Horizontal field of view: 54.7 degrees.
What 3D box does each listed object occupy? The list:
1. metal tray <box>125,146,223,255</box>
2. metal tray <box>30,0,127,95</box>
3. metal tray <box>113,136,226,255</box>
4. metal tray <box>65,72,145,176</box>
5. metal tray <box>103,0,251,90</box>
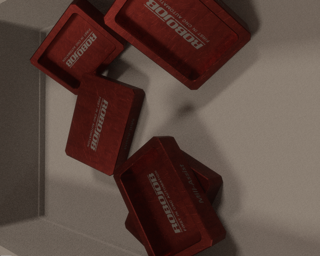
[{"bbox_3d":[0.012,0.096,0.392,0.090,0.030,0.129,33,110,35],"label":"metal tray"},{"bbox_3d":[-0.122,-0.117,0.463,0.130,0.090,0.030,-36,28,34],"label":"metal tray"},{"bbox_3d":[0.005,0.085,0.357,0.090,0.030,0.130,-42,65,31],"label":"metal tray"},{"bbox_3d":[-0.083,-0.007,0.454,0.090,0.030,0.129,22,104,20],"label":"metal tray"},{"bbox_3d":[0.019,-0.111,0.330,0.090,0.130,0.030,-43,23,31],"label":"metal tray"}]
